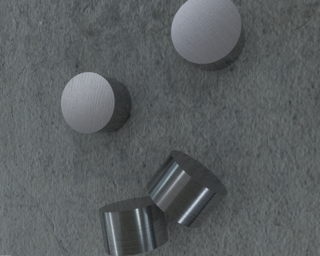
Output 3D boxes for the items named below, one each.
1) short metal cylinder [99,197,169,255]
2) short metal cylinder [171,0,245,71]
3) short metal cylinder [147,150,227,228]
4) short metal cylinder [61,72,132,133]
[{"bbox_3d":[-0.033,0.120,0.390,0.080,0.080,0.050,-10,87,19],"label":"short metal cylinder"},{"bbox_3d":[0.059,-0.113,0.374,0.080,0.050,0.079,0,90,19],"label":"short metal cylinder"},{"bbox_3d":[0.032,0.071,0.368,0.080,0.080,0.050,39,102,15],"label":"short metal cylinder"},{"bbox_3d":[-0.086,-0.033,0.425,0.080,0.050,0.079,0,90,19],"label":"short metal cylinder"}]
